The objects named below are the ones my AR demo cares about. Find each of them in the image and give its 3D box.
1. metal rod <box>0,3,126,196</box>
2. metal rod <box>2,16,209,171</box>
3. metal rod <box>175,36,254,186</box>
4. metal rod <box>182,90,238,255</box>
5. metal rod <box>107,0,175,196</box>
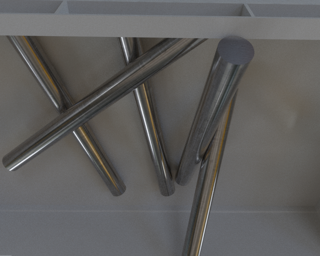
[{"bbox_3d":[-0.110,-0.010,0.399,0.025,0.025,0.299,-14,129,11],"label":"metal rod"},{"bbox_3d":[-0.079,-0.025,0.352,0.300,0.025,0.025,-31,124,23],"label":"metal rod"},{"bbox_3d":[0.043,0.012,0.343,0.025,0.025,0.299,2,154,-2],"label":"metal rod"},{"bbox_3d":[0.057,0.093,0.407,0.025,0.025,0.298,8,104,-7],"label":"metal rod"},{"bbox_3d":[-0.014,-0.013,0.397,0.025,0.025,0.298,-8,130,6],"label":"metal rod"}]
